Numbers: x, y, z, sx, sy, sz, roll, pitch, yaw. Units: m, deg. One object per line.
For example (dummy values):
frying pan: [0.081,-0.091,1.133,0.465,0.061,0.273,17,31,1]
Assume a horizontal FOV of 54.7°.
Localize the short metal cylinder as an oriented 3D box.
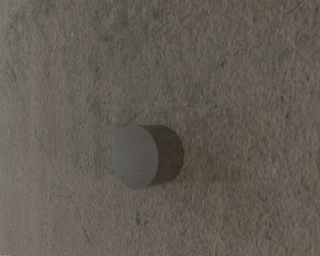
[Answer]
short metal cylinder: [-0.017,0.036,0.401,0.080,0.050,0.079,0,90,39]
